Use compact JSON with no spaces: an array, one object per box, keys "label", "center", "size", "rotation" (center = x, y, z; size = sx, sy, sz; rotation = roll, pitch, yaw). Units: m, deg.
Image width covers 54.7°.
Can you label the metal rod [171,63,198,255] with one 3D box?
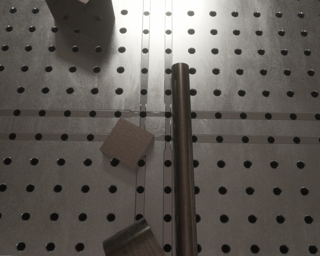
[{"label":"metal rod","center":[0.030,0.053,0.392],"size":[0.025,0.025,0.299],"rotation":[0,70,-1]}]

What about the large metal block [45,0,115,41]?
[{"label":"large metal block","center":[-0.118,-0.185,0.449],"size":[0.080,0.080,0.050],"rotation":[28,72,9]}]

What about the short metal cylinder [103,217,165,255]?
[{"label":"short metal cylinder","center":[-0.019,0.143,0.330],"size":[0.050,0.080,0.080],"rotation":[-29,73,-10]}]

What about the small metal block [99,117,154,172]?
[{"label":"small metal block","center":[-0.042,0.022,0.403],"size":[0.050,0.025,0.050],"rotation":[28,72,9]}]
